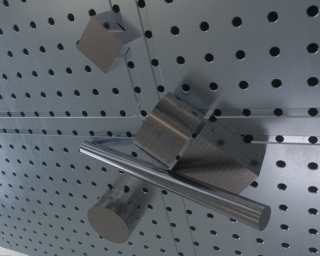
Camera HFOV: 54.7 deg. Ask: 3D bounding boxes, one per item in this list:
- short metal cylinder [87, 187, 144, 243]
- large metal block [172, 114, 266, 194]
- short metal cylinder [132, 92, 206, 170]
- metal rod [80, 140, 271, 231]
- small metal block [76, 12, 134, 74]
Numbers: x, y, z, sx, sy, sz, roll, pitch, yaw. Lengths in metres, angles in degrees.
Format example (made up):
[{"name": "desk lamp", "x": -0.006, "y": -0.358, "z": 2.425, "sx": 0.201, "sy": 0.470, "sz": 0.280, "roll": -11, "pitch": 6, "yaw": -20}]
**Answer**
[{"name": "short metal cylinder", "x": -0.075, "y": 0.147, "z": 0.525, "sx": 0.080, "sy": 0.050, "sz": 0.079, "roll": 13, "pitch": 124, "yaw": 21}, {"name": "large metal block", "x": 0.069, "y": 0.044, "z": 0.386, "sx": 0.080, "sy": 0.050, "sz": 0.079, "roll": 36, "pitch": 129, "yaw": 4}, {"name": "short metal cylinder", "x": 0.011, "y": 0.003, "z": 0.372, "sx": 0.050, "sy": 0.080, "sz": 0.079, "roll": 35, "pitch": 129, "yaw": 5}, {"name": "metal rod", "x": -0.009, "y": 0.058, "z": 0.394, "sx": 0.300, "sy": 0.025, "sz": 0.025, "roll": 14, "pitch": 126, "yaw": 42}, {"name": "small metal block", "x": -0.068, "y": -0.104, "z": 0.383, "sx": 0.050, "sy": 0.025, "sz": 0.050, "roll": 42, "pitch": 129, "yaw": -1}]
